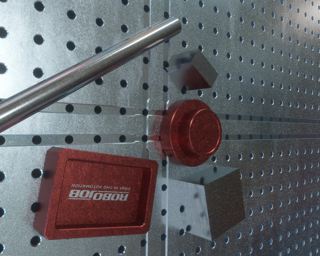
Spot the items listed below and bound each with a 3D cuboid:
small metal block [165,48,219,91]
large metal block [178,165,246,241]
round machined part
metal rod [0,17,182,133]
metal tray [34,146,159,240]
[{"bbox_3d":[0.044,-0.080,0.432,0.050,0.050,0.025,44,64,-32],"label":"small metal block"},{"bbox_3d":[0.079,0.107,0.462,0.081,0.050,0.079,-15,100,-39],"label":"large metal block"},{"bbox_3d":[0.051,0.007,0.444,0.099,0.042,0.097,0,90,-40],"label":"round machined part"},{"bbox_3d":[-0.079,-0.064,0.344,0.302,0.025,0.025,-38,114,-34],"label":"metal rod"},{"bbox_3d":[-0.065,0.074,0.352,0.131,0.030,0.090,13,82,-40],"label":"metal tray"}]
